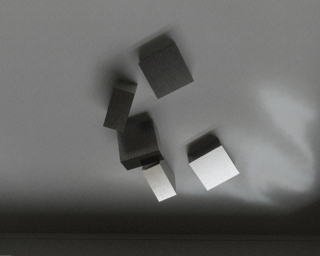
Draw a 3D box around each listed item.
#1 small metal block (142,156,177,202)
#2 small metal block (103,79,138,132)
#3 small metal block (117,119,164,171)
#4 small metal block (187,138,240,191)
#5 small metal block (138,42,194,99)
[{"bbox_3d":[-0.001,0.062,0.421,0.025,0.050,0.050,-25,108,9],"label":"small metal block"},{"bbox_3d":[-0.048,-0.029,0.387,0.025,0.050,0.050,17,109,-6],"label":"small metal block"},{"bbox_3d":[-0.026,0.021,0.403,0.050,0.050,0.025,-17,143,6],"label":"small metal block"},{"bbox_3d":[0.074,0.051,0.430,0.050,0.025,0.050,-31,107,11],"label":"small metal block"},{"bbox_3d":[0.008,-0.071,0.385,0.050,0.025,0.050,-26,108,9],"label":"small metal block"}]
